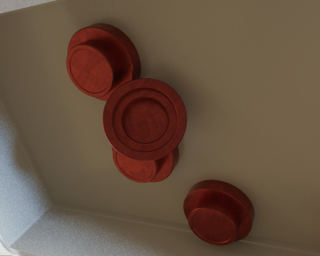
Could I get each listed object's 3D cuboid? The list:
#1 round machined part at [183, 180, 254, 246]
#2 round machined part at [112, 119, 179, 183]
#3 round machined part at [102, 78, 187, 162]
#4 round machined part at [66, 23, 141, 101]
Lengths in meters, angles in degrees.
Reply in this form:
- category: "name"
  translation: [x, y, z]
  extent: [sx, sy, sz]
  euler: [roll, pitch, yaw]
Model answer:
- category: "round machined part"
  translation: [0.078, 0.125, 0.433]
  extent: [0.098, 0.042, 0.097]
  euler: [13, 124, 21]
- category: "round machined part"
  translation: [-0.027, 0.038, 0.435]
  extent: [0.098, 0.042, 0.097]
  euler: [13, 124, 21]
- category: "round machined part"
  translation: [-0.018, -0.009, 0.380]
  extent: [0.099, 0.042, 0.097]
  euler: [0, 86, 0]
- category: "round machined part"
  translation: [-0.077, -0.078, 0.391]
  extent: [0.098, 0.042, 0.097]
  euler: [13, 124, 21]
